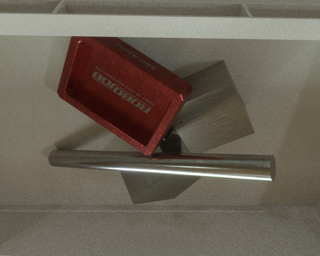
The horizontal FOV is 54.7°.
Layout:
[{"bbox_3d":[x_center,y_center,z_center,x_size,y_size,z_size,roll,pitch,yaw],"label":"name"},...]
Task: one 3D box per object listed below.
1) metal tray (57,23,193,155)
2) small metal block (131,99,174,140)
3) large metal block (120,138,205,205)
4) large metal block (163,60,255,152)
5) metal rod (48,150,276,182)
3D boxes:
[{"bbox_3d":[-0.042,-0.040,0.335,0.130,0.030,0.089,33,126,5],"label":"metal tray"},{"bbox_3d":[-0.017,-0.013,0.380,0.050,0.025,0.050,-1,122,32],"label":"small metal block"},{"bbox_3d":[0.008,0.058,0.420,0.081,0.050,0.080,6,138,-47],"label":"large metal block"},{"bbox_3d":[0.058,-0.022,0.375,0.080,0.050,0.080,-23,127,17],"label":"large metal block"},{"bbox_3d":[-0.022,0.041,0.369,0.300,0.025,0.025,-1,135,31],"label":"metal rod"}]
